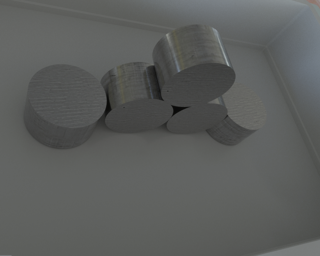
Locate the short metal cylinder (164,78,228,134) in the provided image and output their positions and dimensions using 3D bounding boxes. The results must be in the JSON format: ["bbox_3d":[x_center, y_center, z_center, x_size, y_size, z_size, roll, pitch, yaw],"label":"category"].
[{"bbox_3d":[0.043,-0.032,0.411,0.081,0.080,0.050,2,61,-28],"label":"short metal cylinder"}]

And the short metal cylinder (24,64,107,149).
[{"bbox_3d":[-0.106,-0.023,0.345,0.081,0.050,0.080,14,56,-21],"label":"short metal cylinder"}]

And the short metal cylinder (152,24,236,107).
[{"bbox_3d":[0.036,-0.065,0.339,0.081,0.080,0.050,2,61,-28],"label":"short metal cylinder"}]

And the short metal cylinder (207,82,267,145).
[{"bbox_3d":[0.109,-0.021,0.458,0.081,0.050,0.080,14,56,-21],"label":"short metal cylinder"}]

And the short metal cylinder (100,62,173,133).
[{"bbox_3d":[-0.029,-0.034,0.373,0.081,0.080,0.050,2,61,-28],"label":"short metal cylinder"}]
